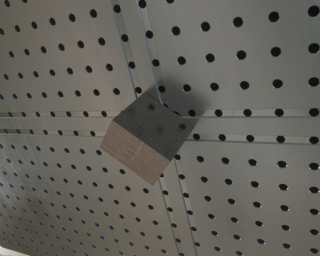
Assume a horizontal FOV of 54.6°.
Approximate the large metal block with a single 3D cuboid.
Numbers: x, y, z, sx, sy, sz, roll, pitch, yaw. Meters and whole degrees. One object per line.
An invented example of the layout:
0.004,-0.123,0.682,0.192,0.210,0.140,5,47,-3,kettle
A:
-0.014,0.011,0.390,0.080,0.080,0.050,35,129,4,large metal block
